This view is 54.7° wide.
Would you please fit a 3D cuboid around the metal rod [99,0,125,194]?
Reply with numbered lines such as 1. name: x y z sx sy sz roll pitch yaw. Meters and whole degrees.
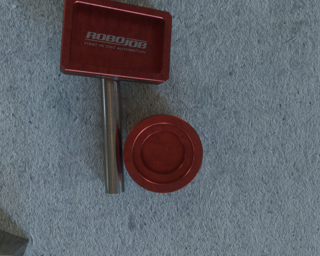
1. metal rod: -0.066 -0.065 0.409 0.025 0.025 0.298 -3 90 -1

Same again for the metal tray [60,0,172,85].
1. metal tray: -0.053 -0.106 0.384 0.131 0.030 0.089 4 88 -20

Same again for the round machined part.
1. round machined part: 0.004 0.031 0.402 0.099 0.042 0.097 0 90 -1

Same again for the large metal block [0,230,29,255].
1. large metal block: -0.229 0.176 0.395 0.080 0.050 0.080 20 90 -1
